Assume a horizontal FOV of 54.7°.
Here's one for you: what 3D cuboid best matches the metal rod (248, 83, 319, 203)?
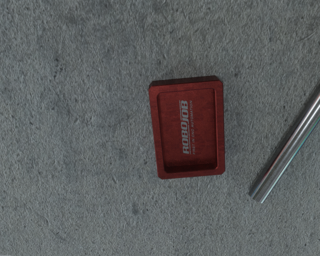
[{"bbox_3d":[0.203,-0.026,0.402,0.025,0.025,0.298,24,108,-9],"label":"metal rod"}]

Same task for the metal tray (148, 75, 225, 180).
[{"bbox_3d":[0.037,0.001,0.407,0.091,0.030,0.129,-5,110,1],"label":"metal tray"}]
